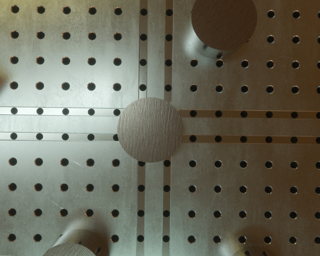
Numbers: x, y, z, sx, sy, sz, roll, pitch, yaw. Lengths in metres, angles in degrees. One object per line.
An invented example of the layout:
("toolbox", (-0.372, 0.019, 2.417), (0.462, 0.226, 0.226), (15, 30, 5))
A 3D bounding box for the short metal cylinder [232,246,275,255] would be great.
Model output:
("short metal cylinder", (0.130, 0.203, 0.403), (0.081, 0.050, 0.079), (0, 90, -1))

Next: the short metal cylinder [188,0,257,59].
("short metal cylinder", (0.078, -0.134, 0.402), (0.081, 0.050, 0.079), (0, 90, -1))

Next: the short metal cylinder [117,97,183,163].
("short metal cylinder", (-0.012, 0.002, 0.401), (0.081, 0.050, 0.079), (0, 90, -1))

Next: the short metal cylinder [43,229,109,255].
("short metal cylinder", (-0.110, 0.179, 0.400), (0.081, 0.050, 0.079), (0, 90, -1))
